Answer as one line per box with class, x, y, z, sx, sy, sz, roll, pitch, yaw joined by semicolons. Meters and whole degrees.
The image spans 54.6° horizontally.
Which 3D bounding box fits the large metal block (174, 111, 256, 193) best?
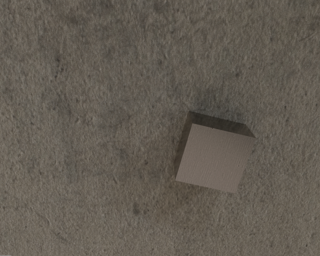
large metal block;0.068;0.031;0.408;0.080;0.050;0.079;13;110;-5
